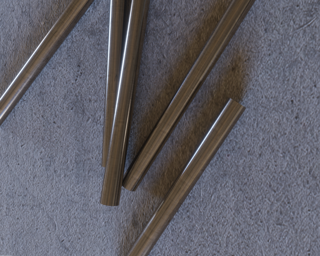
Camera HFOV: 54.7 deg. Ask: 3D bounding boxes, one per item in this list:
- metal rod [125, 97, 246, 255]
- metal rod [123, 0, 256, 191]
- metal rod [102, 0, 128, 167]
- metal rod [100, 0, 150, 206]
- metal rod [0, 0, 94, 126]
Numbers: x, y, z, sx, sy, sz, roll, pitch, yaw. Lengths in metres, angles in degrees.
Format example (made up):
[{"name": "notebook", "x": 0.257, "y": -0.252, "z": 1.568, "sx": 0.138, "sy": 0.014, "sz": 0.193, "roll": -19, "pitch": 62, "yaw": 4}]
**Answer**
[{"name": "metal rod", "x": 0.017, "y": 0.094, "z": 0.402, "sx": 0.025, "sy": 0.025, "sz": 0.299, "roll": 35, "pitch": 101, "yaw": 16}, {"name": "metal rod", "x": 0.034, "y": -0.046, "z": 0.396, "sx": 0.025, "sy": 0.025, "sz": 0.299, "roll": 35, "pitch": 101, "yaw": 16}, {"name": "metal rod", "x": -0.061, "y": -0.095, "z": 0.430, "sx": 0.025, "sy": 0.025, "sz": 0.298, "roll": 3, "pitch": 91, "yaw": 20}, {"name": "metal rod", "x": -0.044, "y": -0.048, "z": 0.412, "sx": 0.025, "sy": 0.025, "sz": 0.298, "roll": 8, "pitch": 88, "yaw": 20}, {"name": "metal rod", "x": -0.180, "y": -0.110, "z": 0.472, "sx": 0.025, "sy": 0.025, "sz": 0.299, "roll": 46, "pitch": 104, "yaw": 14}]
